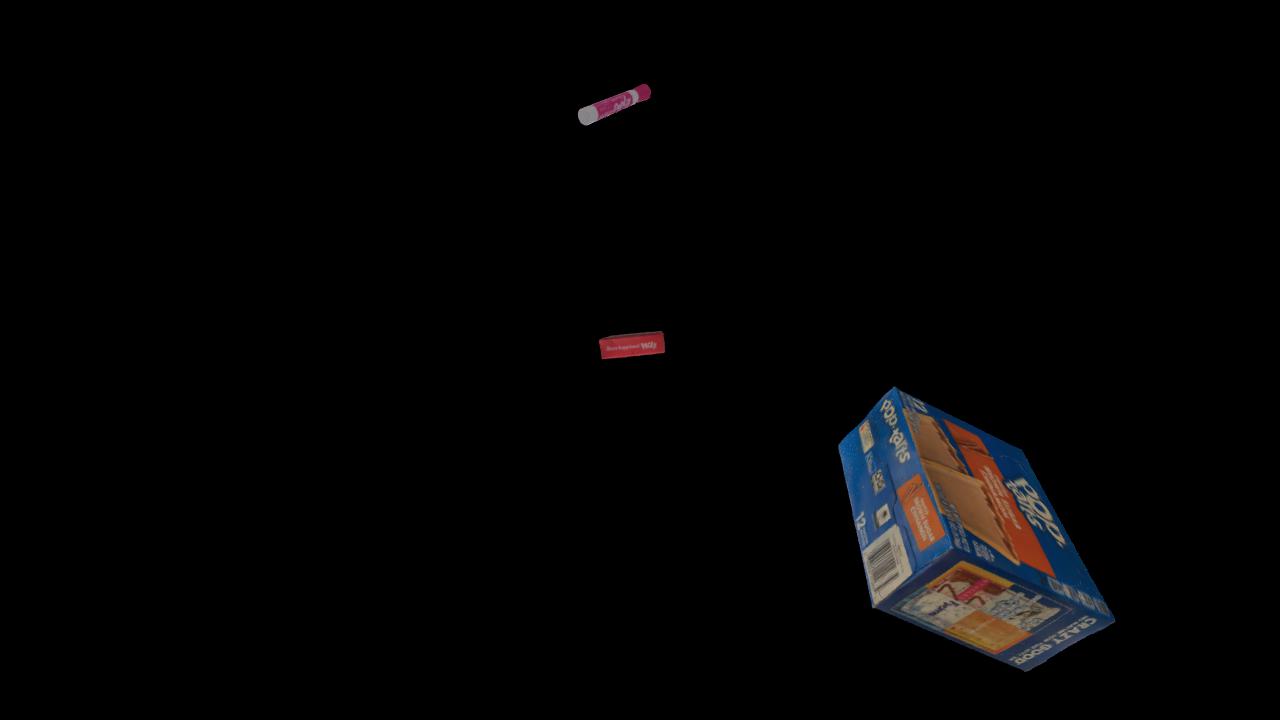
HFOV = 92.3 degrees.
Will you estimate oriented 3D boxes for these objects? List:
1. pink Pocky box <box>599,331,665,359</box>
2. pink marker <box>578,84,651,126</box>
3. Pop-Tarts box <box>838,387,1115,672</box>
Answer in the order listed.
[{"bbox_3d":[-0.008,-0.022,0.856,0.084,0.029,0.155,-6,3,2],"label":"pink Pocky box"},{"bbox_3d":[-0.026,-0.301,0.721,0.020,0.020,0.121,0,31,44],"label":"pink marker"},{"bbox_3d":[0.248,0.125,0.483,0.141,0.083,0.167,26,36,-10],"label":"Pop-Tarts box"}]
